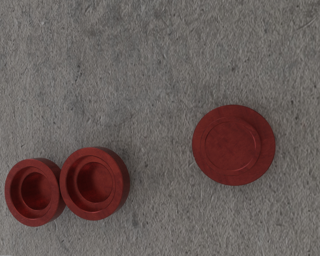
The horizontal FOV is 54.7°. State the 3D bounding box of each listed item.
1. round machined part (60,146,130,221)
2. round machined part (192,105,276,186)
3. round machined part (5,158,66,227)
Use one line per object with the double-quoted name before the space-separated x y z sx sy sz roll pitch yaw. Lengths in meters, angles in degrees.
"round machined part" -0.086 0.074 0.430 0.098 0.042 0.097 0 90 20
"round machined part" 0.086 0.021 0.370 0.098 0.042 0.097 0 90 20
"round machined part" -0.178 0.093 0.463 0.098 0.042 0.097 0 90 20
